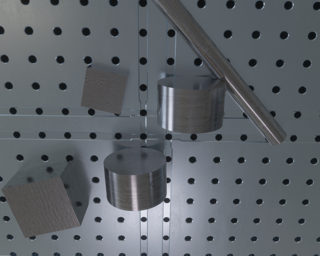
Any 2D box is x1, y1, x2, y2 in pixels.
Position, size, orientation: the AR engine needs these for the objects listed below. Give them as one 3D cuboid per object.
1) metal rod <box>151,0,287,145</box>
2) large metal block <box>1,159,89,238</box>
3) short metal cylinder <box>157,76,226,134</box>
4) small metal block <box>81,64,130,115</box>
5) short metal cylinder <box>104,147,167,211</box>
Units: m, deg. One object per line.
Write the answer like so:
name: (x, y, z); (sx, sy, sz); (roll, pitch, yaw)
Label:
metal rod: (0.061, -0.090, 0.380); (0.025, 0.025, 0.300); (-40, 106, 13)
large metal block: (-0.157, 0.098, 0.435); (0.080, 0.050, 0.080); (-13, 110, 4)
short metal cylinder: (0.037, -0.031, 0.373); (0.081, 0.080, 0.050); (0, 110, -1)
small metal block: (-0.070, -0.049, 0.395); (0.050, 0.025, 0.050); (12, 110, -5)
short metal cylinder: (-0.031, 0.065, 0.408); (0.081, 0.080, 0.050); (-1, 110, 0)
